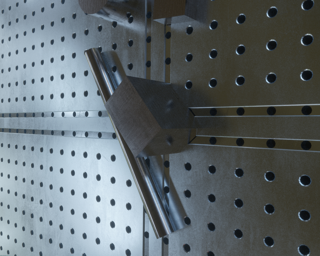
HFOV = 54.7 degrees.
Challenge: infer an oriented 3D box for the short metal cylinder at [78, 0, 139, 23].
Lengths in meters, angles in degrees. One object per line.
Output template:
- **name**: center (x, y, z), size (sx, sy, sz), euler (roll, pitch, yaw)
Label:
- **short metal cylinder**: center (-0.076, -0.200, 0.453), size (0.080, 0.050, 0.079), euler (0, 90, 39)

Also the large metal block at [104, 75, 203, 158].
- **large metal block**: center (-0.007, -0.013, 0.378), size (0.050, 0.081, 0.080), euler (-48, 62, 29)

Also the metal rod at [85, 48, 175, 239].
- **metal rod**: center (-0.050, 0.009, 0.448), size (0.025, 0.025, 0.299), euler (-37, 68, 33)

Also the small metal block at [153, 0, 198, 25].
- **small metal block**: center (0.020, -0.162, 0.391), size (0.050, 0.025, 0.050), euler (8, 95, 39)
